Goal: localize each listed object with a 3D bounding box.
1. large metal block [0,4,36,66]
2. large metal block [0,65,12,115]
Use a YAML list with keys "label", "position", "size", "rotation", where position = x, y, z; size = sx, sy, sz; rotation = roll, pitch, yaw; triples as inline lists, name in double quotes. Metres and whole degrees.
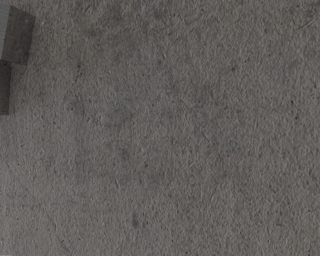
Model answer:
- label: "large metal block"
  position: [-0.252, -0.147, 0.485]
  size: [0.080, 0.050, 0.080]
  rotation: [14, 95, 19]
- label: "large metal block"
  position: [-0.284, -0.062, 0.480]
  size: [0.050, 0.080, 0.079]
  rotation: [5, 92, 20]
